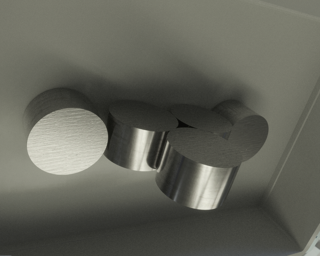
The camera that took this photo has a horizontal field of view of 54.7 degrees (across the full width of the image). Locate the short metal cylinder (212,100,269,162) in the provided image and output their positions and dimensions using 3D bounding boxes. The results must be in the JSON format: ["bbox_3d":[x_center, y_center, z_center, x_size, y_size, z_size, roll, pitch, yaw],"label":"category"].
[{"bbox_3d":[0.109,0.005,0.453,0.081,0.050,0.079,-14,124,-21],"label":"short metal cylinder"}]

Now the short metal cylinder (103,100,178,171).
[{"bbox_3d":[-0.024,0.007,0.361,0.081,0.080,0.050,2,118,-29],"label":"short metal cylinder"}]

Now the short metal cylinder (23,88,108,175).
[{"bbox_3d":[-0.103,0.004,0.336,0.081,0.050,0.079,-14,124,-21],"label":"short metal cylinder"}]

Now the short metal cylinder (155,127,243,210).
[{"bbox_3d":[0.040,0.040,0.329,0.081,0.080,0.050,2,118,-29],"label":"short metal cylinder"}]

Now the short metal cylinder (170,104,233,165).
[{"bbox_3d":[0.046,0.009,0.401,0.081,0.080,0.050,2,118,-29],"label":"short metal cylinder"}]
